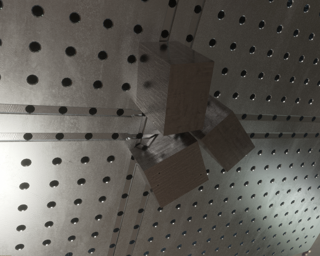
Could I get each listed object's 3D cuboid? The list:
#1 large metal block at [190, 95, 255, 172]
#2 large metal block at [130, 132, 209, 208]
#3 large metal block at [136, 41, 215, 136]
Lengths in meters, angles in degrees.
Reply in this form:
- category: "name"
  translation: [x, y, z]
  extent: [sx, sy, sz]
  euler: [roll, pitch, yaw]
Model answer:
- category: "large metal block"
  translation: [0.070, 0.000, 0.416]
  extent: [0.050, 0.080, 0.080]
  euler: [-42, 130, 0]
- category: "large metal block"
  translation: [0.015, 0.053, 0.438]
  extent: [0.080, 0.050, 0.080]
  euler: [-29, 129, -11]
- category: "large metal block"
  translation: [0.013, -0.048, 0.354]
  extent: [0.050, 0.080, 0.079]
  euler: [-9, 123, -24]
